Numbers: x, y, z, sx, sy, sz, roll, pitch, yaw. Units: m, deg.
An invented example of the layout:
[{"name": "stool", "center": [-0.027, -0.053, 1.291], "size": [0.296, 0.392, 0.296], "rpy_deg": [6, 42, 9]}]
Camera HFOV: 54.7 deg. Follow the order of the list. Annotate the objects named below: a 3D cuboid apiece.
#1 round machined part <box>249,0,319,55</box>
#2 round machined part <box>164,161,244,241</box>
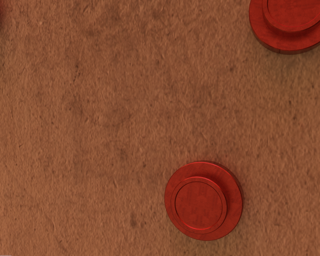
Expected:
[{"name": "round machined part", "center": [0.150, -0.135, 0.347], "size": [0.098, 0.042, 0.097], "rpy_deg": [0, 90, 19]}, {"name": "round machined part", "center": [0.052, 0.091, 0.381], "size": [0.098, 0.042, 0.097], "rpy_deg": [0, 90, 19]}]
